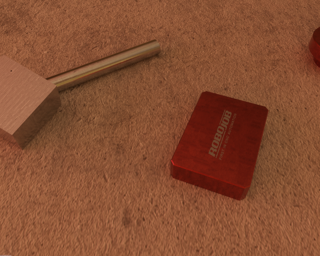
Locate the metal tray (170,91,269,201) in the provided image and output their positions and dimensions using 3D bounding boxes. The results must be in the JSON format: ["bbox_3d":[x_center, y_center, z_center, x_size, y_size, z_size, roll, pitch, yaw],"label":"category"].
[{"bbox_3d":[0.077,0.016,0.387,0.090,0.030,0.130,17,52,14],"label":"metal tray"}]

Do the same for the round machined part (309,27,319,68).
[{"bbox_3d":[0.289,-0.122,0.497,0.099,0.042,0.098,0,50,0],"label":"round machined part"}]

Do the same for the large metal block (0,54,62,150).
[{"bbox_3d":[-0.186,-0.032,0.393,0.080,0.050,0.080,30,64,4],"label":"large metal block"}]

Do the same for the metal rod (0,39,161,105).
[{"bbox_3d":[-0.133,-0.075,0.464,0.302,0.025,0.025,-26,55,-20],"label":"metal rod"}]
